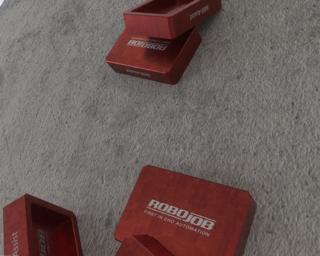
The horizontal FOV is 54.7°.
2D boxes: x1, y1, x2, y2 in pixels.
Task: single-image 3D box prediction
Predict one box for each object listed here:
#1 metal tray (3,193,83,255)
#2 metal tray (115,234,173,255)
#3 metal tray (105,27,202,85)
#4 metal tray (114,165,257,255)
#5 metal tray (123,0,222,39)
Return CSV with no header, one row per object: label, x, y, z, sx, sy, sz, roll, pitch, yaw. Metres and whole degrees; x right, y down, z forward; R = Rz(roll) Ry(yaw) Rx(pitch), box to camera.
metal tray,-0.122,0.145,0.337,0.030,0.090,0.130,-31,52,8
metal tray,-0.022,0.177,0.281,0.090,0.030,0.130,30,91,33
metal tray,-0.012,-0.122,0.482,0.130,0.030,0.090,19,71,35
metal tray,0.025,0.098,0.328,0.130,0.030,0.090,10,67,32
metal tray,0.021,-0.175,0.461,0.090,0.030,0.131,19,45,35
